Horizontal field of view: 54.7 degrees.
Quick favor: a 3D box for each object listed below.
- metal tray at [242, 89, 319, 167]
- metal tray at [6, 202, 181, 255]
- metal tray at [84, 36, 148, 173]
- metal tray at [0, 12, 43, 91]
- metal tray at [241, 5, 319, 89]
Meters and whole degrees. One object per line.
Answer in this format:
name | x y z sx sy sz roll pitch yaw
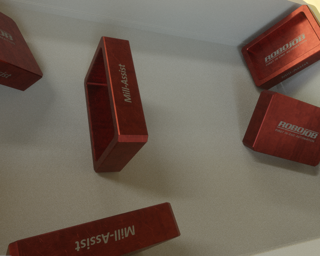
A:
metal tray | 0.202 0.002 0.477 0.131 0.030 0.089 15 100 -21
metal tray | -0.059 0.104 0.269 0.131 0.090 0.030 -6 65 -31
metal tray | -0.055 -0.025 0.350 0.030 0.090 0.130 2 61 -28
metal tray | -0.185 -0.093 0.308 0.090 0.030 0.130 59 10 13
metal tray | 0.216 -0.137 0.539 0.030 0.130 0.090 12 54 -45
